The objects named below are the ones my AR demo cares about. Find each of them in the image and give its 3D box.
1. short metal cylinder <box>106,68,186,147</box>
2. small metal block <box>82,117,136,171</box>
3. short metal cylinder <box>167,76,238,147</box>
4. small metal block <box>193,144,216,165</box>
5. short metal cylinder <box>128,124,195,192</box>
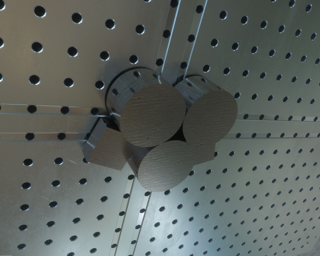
[{"bbox_3d":[-0.017,-0.024,0.366,0.081,0.050,0.079,-14,124,-21],"label":"short metal cylinder"},{"bbox_3d":[-0.061,0.021,0.387,0.050,0.025,0.050,23,106,-37],"label":"small metal block"},{"bbox_3d":[0.053,-0.022,0.406,0.081,0.050,0.079,-14,124,-21],"label":"short metal cylinder"},{"bbox_3d":[0.053,0.026,0.452,0.050,0.025,0.050,-13,124,-21],"label":"small metal block"},{"bbox_3d":[-0.001,0.038,0.414,0.081,0.050,0.079,-14,124,-21],"label":"short metal cylinder"}]
